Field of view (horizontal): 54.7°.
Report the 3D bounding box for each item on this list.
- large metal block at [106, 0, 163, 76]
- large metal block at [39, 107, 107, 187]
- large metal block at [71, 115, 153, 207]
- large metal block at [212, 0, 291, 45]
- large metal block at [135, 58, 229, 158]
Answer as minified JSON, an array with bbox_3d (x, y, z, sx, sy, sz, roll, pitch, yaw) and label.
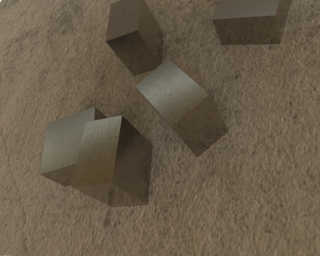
[{"bbox_3d":[-0.035,-0.140,0.472,0.050,0.080,0.080,-13,57,21],"label":"large metal block"},{"bbox_3d":[-0.111,0.027,0.428,0.080,0.050,0.080,-17,55,18],"label":"large metal block"},{"bbox_3d":[-0.051,0.043,0.368,0.050,0.080,0.080,-9,58,23],"label":"large metal block"},{"bbox_3d":[0.126,-0.161,0.420,0.080,0.050,0.080,8,66,31],"label":"large metal block"},{"bbox_3d":[0.027,-0.023,0.367,0.050,0.080,0.080,-41,51,0],"label":"large metal block"}]
